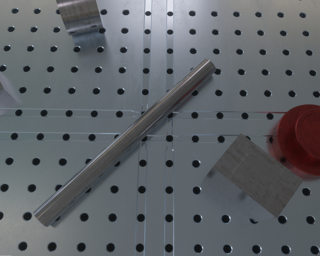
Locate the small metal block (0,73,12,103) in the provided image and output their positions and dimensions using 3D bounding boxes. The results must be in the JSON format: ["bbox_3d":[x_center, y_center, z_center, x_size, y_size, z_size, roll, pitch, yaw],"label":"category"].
[{"bbox_3d":[-0.244,-0.056,0.430,0.050,0.025,0.050,-31,73,-11],"label":"small metal block"}]

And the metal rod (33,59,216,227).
[{"bbox_3d":[-0.036,0.010,0.407,0.301,0.025,0.025,-43,76,-14],"label":"metal rod"}]

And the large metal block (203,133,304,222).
[{"bbox_3d":[0.102,0.061,0.361,0.080,0.080,0.050,39,75,13],"label":"large metal block"}]

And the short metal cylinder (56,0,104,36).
[{"bbox_3d":[-0.117,-0.179,0.447,0.050,0.080,0.080,-15,71,-5],"label":"short metal cylinder"}]

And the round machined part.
[{"bbox_3d":[0.201,0.013,0.399,0.099,0.042,0.098,0,70,0],"label":"round machined part"}]
